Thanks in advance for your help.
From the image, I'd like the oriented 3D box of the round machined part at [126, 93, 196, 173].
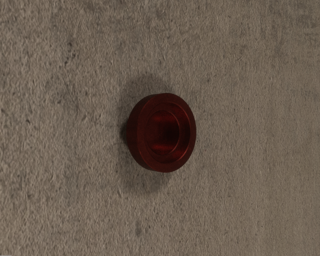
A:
[{"bbox_3d":[-0.002,0.006,0.394,0.099,0.042,0.097,0,90,-40],"label":"round machined part"}]
